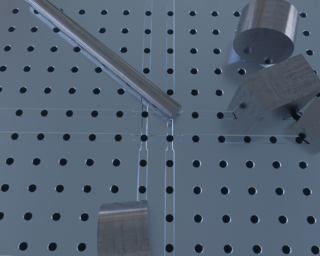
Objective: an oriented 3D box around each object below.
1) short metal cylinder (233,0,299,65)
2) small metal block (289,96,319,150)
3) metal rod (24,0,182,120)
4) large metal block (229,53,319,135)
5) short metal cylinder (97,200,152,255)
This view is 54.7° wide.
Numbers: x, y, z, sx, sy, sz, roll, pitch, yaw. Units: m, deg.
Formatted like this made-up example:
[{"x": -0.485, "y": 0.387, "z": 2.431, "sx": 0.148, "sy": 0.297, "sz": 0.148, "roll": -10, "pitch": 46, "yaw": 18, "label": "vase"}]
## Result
[{"x": 0.147, "y": -0.132, "z": 0.432, "sx": 0.080, "sy": 0.080, "sz": 0.050, "roll": 15, "pitch": 71, "yaw": 5, "label": "short metal cylinder"}, {"x": 0.213, "y": -0.006, "z": 0.415, "sx": 0.050, "sy": 0.025, "sz": 0.050, "roll": 38, "pitch": 74, "yaw": 12, "label": "small metal block"}, {"x": -0.091, "y": -0.114, "z": 0.452, "sx": 0.300, "sy": 0.025, "sz": 0.025, "roll": 40, "pitch": 75, "yaw": 13, "label": "metal rod"}, {"x": 0.145, "y": -0.040, "z": 0.398, "sx": 0.080, "sy": 0.080, "sz": 0.050, "roll": -23, "pitch": 72, "yaw": -8, "label": "large metal block"}, {"x": -0.036, "y": 0.121, "z": 0.338, "sx": 0.050, "sy": 0.080, "sz": 0.080, "roll": -5, "pitch": 70, "yaw": -2, "label": "short metal cylinder"}]
